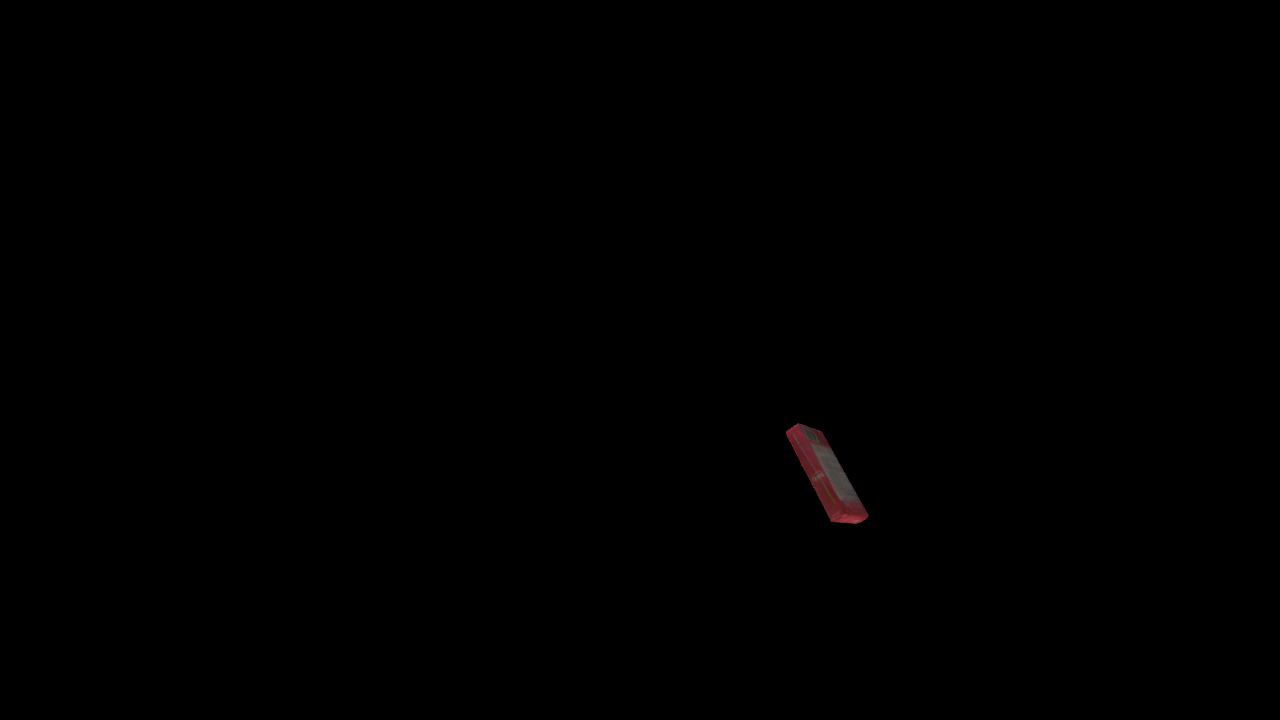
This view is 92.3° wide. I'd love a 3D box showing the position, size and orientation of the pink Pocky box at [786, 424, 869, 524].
[{"bbox_3d":[0.284,0.173,0.936,0.029,0.155,0.084,-40,-37,27],"label":"pink Pocky box"}]
